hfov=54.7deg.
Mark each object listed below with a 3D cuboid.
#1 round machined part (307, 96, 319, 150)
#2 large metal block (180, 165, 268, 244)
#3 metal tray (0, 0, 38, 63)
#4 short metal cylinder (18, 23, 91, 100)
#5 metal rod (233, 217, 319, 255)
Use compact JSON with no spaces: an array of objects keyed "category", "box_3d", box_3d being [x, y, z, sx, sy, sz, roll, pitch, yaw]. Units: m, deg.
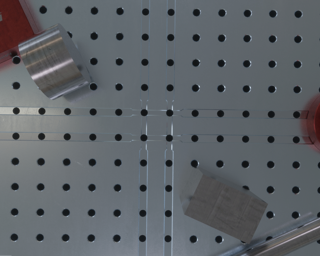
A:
[{"category":"round machined part","box_3d":[0.252,-0.007,0.407,0.099,0.042,0.097,0,90,0]},{"category":"large metal block","box_3d":[0.074,0.091,0.386,0.080,0.080,0.050,25,90,0]},{"category":"metal tray","box_3d":[-0.237,-0.130,0.409,0.131,0.030,0.090,-25,90,0]},{"category":"short metal cylinder","box_3d":[-0.128,-0.081,0.385,0.050,0.080,0.080,-25,90,0]},{"category":"metal rod","box_3d":[0.083,0.193,0.414,0.301,0.025,0.025,-24,90,0]}]
